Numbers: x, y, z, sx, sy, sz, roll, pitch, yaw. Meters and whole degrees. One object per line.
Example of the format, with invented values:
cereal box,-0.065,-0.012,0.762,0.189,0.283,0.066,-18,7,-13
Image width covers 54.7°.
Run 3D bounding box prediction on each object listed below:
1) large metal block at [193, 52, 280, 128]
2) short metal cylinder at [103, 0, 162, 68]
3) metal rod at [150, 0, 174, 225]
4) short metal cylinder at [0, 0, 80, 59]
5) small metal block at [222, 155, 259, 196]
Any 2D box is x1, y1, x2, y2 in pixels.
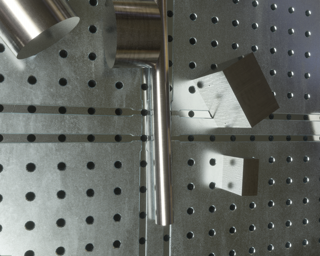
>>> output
large metal block,0.100,-0.047,0.420,0.050,0.080,0.080,-33,101,-17
short metal cylinder,-0.036,-0.112,0.370,0.050,0.080,0.079,-5,92,-20
metal rod,0.001,-0.023,0.412,0.025,0.025,0.298,-2,91,-20
short metal cylinder,-0.135,-0.118,0.333,0.080,0.080,0.050,-38,103,-16
small metal block,0.114,0.066,0.441,0.025,0.050,0.050,4,89,-20
